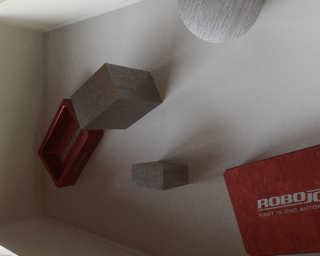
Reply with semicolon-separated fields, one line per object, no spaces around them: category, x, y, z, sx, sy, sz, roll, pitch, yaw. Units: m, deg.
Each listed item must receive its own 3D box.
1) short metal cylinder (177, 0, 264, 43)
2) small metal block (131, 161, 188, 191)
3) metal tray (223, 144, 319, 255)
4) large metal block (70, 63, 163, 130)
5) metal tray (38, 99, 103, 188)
short metal cylinder;0.064;-0.133;0.312;0.080;0.050;0.079;13;131;16
small metal block;0.000;0.058;0.389;0.050;0.050;0.025;2;92;39
metal tray;0.134;0.067;0.292;0.130;0.030;0.090;-23;76;37
large metal block;-0.058;-0.038;0.417;0.080;0.081;0.050;-34;69;34
metal tray;-0.156;0.026;0.529;0.090;0.030;0.129;49;118;28
